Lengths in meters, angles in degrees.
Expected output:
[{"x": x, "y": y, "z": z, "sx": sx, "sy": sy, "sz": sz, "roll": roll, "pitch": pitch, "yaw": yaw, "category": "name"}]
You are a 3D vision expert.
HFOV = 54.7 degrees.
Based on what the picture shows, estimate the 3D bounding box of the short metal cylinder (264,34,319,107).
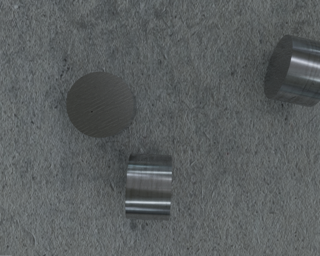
[{"x": 0.170, "y": -0.070, "z": 0.384, "sx": 0.050, "sy": 0.080, "sz": 0.080, "roll": 12, "pitch": 90, "yaw": 0, "category": "short metal cylinder"}]

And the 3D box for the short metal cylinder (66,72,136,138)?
[{"x": -0.072, "y": -0.028, "z": 0.397, "sx": 0.081, "sy": 0.050, "sz": 0.080, "roll": 0, "pitch": 90, "yaw": 0, "category": "short metal cylinder"}]

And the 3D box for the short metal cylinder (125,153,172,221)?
[{"x": -0.013, "y": 0.072, "z": 0.382, "sx": 0.050, "sy": 0.080, "sz": 0.080, "roll": 3, "pitch": 90, "yaw": 0, "category": "short metal cylinder"}]
